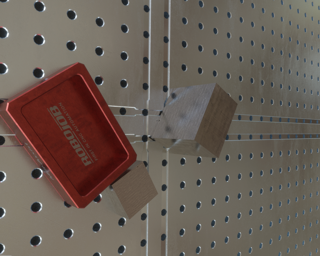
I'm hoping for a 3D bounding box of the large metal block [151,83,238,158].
[{"bbox_3d":[0.045,-0.009,0.414,0.050,0.080,0.080,36,68,-35],"label":"large metal block"}]

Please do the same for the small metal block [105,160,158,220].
[{"bbox_3d":[-0.036,0.074,0.381,0.050,0.025,0.050,-36,113,-34],"label":"small metal block"}]

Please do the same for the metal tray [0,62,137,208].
[{"bbox_3d":[-0.091,0.008,0.330,0.090,0.030,0.130,-42,116,-32],"label":"metal tray"}]
